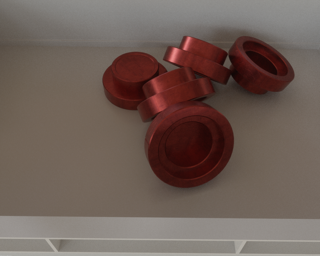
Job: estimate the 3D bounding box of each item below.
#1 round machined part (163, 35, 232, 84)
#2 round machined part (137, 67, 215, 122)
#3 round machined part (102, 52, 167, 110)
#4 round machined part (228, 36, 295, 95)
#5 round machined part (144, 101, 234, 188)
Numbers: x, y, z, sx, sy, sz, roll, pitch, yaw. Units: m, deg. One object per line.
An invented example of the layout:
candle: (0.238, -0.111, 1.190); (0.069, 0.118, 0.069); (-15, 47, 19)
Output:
round machined part: (0.057, -0.099, 0.443); (0.098, 0.042, 0.098); (21, 10, -4)
round machined part: (0.016, -0.044, 0.391); (0.099, 0.098, 0.042); (-21, 87, -17)
round machined part: (-0.036, -0.076, 0.457); (0.099, 0.042, 0.098); (0, 50, 0)
round machined part: (0.142, -0.087, 0.455); (0.099, 0.042, 0.098); (16, 45, -17)
round machined part: (0.030, 0.015, 0.354); (0.099, 0.097, 0.042); (-12, 23, -11)
